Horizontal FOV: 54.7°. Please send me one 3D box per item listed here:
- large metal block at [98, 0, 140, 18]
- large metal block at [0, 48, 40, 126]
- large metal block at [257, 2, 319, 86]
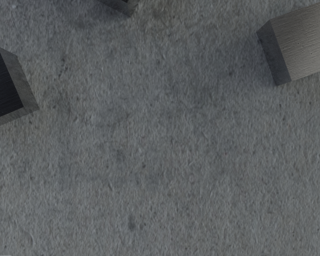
[{"bbox_3d":[-0.057,-0.204,0.397,0.080,0.050,0.080,27,90,-1],"label":"large metal block"},{"bbox_3d":[-0.216,-0.046,0.395,0.080,0.050,0.080,-23,90,-1],"label":"large metal block"},{"bbox_3d":[0.184,-0.108,0.400,0.080,0.050,0.080,-20,90,-1],"label":"large metal block"}]
